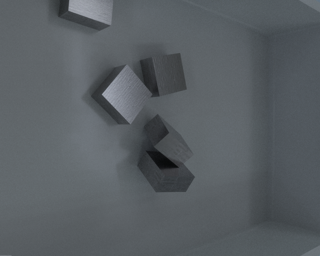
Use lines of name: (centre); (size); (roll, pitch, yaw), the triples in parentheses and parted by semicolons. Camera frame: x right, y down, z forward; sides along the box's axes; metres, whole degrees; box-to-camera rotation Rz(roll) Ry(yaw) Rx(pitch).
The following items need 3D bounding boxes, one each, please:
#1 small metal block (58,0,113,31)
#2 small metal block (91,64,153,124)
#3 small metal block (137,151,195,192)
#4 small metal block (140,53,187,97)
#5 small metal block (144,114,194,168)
small metal block: (-0.080, -0.141, 0.341); (0.050, 0.025, 0.050); (7, 86, -40)
small metal block: (-0.045, -0.039, 0.371); (0.050, 0.025, 0.050); (49, 61, -29)
small metal block: (0.007, 0.055, 0.395); (0.050, 0.050, 0.025); (9, 117, -40)
small metal block: (0.005, -0.070, 0.413); (0.050, 0.025, 0.050); (-19, 102, -39)
small metal block: (0.011, 0.016, 0.398); (0.025, 0.050, 0.050); (-43, 123, 9)
